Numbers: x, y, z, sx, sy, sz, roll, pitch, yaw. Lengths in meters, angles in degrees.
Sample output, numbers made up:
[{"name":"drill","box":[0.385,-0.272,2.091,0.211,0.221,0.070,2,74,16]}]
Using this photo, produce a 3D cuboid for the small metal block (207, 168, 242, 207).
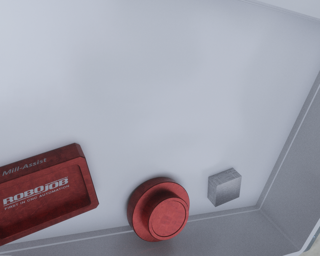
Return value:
[{"name":"small metal block","box":[0.111,0.102,0.536,0.050,0.025,0.050,-17,125,-19]}]

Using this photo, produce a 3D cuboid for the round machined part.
[{"name":"round machined part","box":[0.004,0.127,0.464,0.099,0.042,0.097,-8,106,-27]}]

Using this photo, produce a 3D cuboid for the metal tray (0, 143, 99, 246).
[{"name":"metal tray","box":[-0.148,0.080,0.374,0.131,0.030,0.089,-19,126,-18]}]
